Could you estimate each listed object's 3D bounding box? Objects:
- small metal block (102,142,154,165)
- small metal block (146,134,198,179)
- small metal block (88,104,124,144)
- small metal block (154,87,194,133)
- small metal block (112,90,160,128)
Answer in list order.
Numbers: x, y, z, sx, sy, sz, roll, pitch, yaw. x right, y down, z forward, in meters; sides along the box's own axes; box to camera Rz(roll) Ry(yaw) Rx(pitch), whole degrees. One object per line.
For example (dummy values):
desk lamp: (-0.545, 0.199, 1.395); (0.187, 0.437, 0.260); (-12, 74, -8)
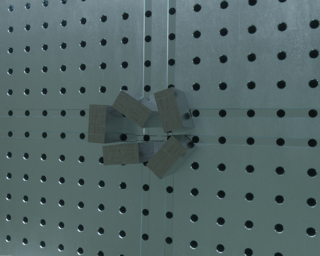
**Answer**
small metal block: (-0.041, 0.033, 0.414); (0.050, 0.050, 0.025); (-5, 88, 20)
small metal block: (0.016, 0.035, 0.393); (0.025, 0.050, 0.050); (44, 104, 15)
small metal block: (-0.073, -0.006, 0.426); (0.025, 0.050, 0.050); (4, 92, 20)
small metal block: (0.019, -0.021, 0.392); (0.025, 0.050, 0.050); (-17, 84, 19)
small metal block: (-0.026, -0.025, 0.409); (0.050, 0.050, 0.025); (35, 102, 16)
